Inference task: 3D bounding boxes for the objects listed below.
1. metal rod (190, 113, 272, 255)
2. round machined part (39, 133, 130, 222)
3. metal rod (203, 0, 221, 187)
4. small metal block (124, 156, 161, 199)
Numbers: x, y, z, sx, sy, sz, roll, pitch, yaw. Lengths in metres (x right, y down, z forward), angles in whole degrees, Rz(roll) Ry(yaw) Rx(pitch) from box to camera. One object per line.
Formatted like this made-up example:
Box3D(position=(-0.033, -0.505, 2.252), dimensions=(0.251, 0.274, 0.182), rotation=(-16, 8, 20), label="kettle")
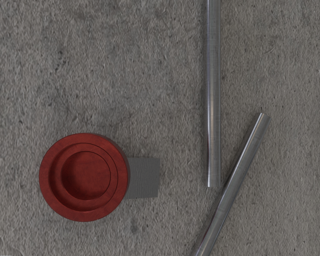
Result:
Box3D(position=(0.088, 0.114, 0.442), dimensions=(0.025, 0.025, 0.299), rotation=(30, 80, -18), label="metal rod")
Box3D(position=(-0.083, 0.054, 0.358), dimensions=(0.099, 0.042, 0.097), rotation=(0, 90, 2), label="round machined part")
Box3D(position=(0.073, -0.068, 0.436), dimensions=(0.025, 0.025, 0.298), rotation=(0, 90, -20), label="metal rod")
Box3D(position=(-0.029, 0.062, 0.393), dimensions=(0.050, 0.025, 0.050), rotation=(5, 88, -34), label="small metal block")
